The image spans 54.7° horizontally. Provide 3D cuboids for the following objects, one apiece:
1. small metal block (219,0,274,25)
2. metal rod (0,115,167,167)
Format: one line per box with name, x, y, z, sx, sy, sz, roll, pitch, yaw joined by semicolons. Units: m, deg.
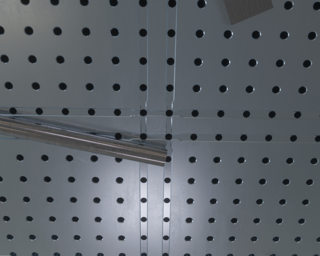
small metal block;0.096;-0.153;0.358;0.050;0.025;0.050;-21;109;7
metal rod;-0.140;0.011;0.415;0.302;0.025;0.025;12;110;-5
